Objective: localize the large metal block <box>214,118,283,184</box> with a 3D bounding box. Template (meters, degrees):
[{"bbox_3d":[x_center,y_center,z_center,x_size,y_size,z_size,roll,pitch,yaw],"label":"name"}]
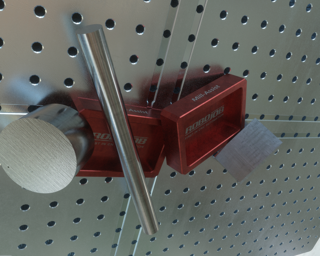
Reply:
[{"bbox_3d":[0.132,0.038,0.468,0.080,0.050,0.080,-44,160,2],"label":"large metal block"}]

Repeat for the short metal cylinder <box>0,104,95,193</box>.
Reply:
[{"bbox_3d":[-0.115,0.020,0.321,0.080,0.050,0.079,3,110,8],"label":"short metal cylinder"}]

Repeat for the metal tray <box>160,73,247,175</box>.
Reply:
[{"bbox_3d":[0.063,-0.008,0.413,0.131,0.030,0.089,-31,131,-30],"label":"metal tray"}]

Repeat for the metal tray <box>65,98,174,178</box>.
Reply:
[{"bbox_3d":[-0.051,0.017,0.390,0.131,0.030,0.089,7,115,-32],"label":"metal tray"}]

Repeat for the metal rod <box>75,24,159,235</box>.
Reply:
[{"bbox_3d":[-0.039,0.028,0.368,0.025,0.025,0.298,-23,127,-15],"label":"metal rod"}]
